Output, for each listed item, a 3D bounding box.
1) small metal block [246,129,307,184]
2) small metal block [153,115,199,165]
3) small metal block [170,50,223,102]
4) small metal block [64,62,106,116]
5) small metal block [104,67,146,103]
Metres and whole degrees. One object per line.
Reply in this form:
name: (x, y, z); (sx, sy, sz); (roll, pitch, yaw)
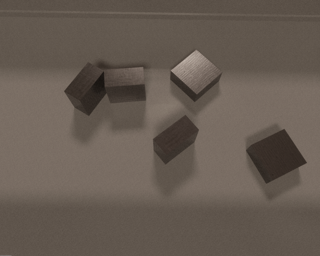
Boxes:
small metal block: (0.148, 0.037, 0.398); (0.050, 0.025, 0.050); (-24, 72, -9)
small metal block: (0.019, 0.016, 0.391); (0.050, 0.050, 0.025); (-37, 75, -13)
small metal block: (0.050, -0.074, 0.437); (0.050, 0.025, 0.050); (-41, 76, -14)
small metal block: (-0.096, -0.051, 0.414); (0.025, 0.050, 0.050); (31, 73, 10)
small metal block: (-0.046, -0.057, 0.416); (0.050, 0.050, 0.025); (-5, 71, -2)
